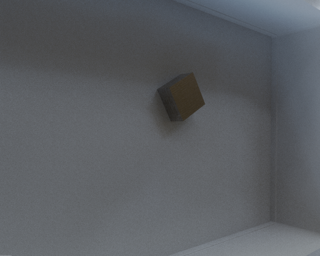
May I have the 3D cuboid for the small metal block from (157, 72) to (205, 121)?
[{"bbox_3d":[0.030,-0.043,0.431,0.050,0.025,0.050,-37,113,-34],"label":"small metal block"}]
